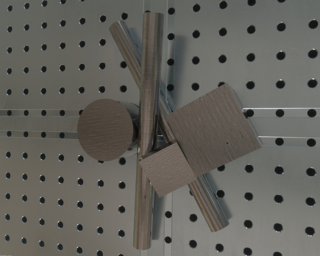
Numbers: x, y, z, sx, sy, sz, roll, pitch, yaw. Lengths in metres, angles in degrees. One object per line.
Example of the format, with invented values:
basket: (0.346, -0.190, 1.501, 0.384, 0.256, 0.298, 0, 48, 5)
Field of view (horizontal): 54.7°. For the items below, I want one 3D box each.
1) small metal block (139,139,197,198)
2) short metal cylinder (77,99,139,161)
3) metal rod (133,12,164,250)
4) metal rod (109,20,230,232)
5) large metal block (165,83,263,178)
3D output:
small metal block: (0.010, 0.047, 0.371, 0.050, 0.025, 0.050, -28, 96, 9)
short metal cylinder: (-0.062, 0.002, 0.417, 0.080, 0.050, 0.079, 0, 90, 19)
metal rod: (-0.016, 0.011, 0.393, 0.025, 0.025, 0.298, 7, 100, 20)
metal rod: (0.008, -0.009, 0.406, 0.025, 0.025, 0.299, -30, 81, 17)
large metal block: (0.066, 0.003, 0.371, 0.080, 0.050, 0.080, -29, 81, 17)
